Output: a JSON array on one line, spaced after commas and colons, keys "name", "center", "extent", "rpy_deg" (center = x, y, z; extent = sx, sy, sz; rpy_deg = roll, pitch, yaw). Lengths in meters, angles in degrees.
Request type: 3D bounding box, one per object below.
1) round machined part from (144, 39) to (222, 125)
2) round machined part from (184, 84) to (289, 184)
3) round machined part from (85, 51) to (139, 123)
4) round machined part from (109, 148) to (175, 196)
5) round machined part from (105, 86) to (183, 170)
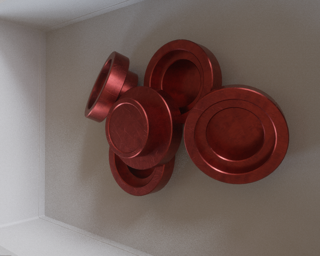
[{"name": "round machined part", "center": [0.031, -0.052, 0.369], "extent": [0.098, 0.042, 0.097], "rpy_deg": [0, 90, 39]}, {"name": "round machined part", "center": [0.077, 0.004, 0.315], "extent": [0.098, 0.042, 0.097], "rpy_deg": [5, 108, 16]}, {"name": "round machined part", "center": [-0.064, -0.052, 0.427], "extent": [0.097, 0.042, 0.098], "rpy_deg": [-49, 27, 37]}, {"name": "round machined part", "center": [-0.019, 0.037, 0.410], "extent": [0.098, 0.042, 0.097], "rpy_deg": [0, 90, 39]}, {"name": "round machined part", "center": [-0.026, 0.000, 0.360], "extent": [0.098, 0.042, 0.097], "rpy_deg": [1, 91, 39]}]
